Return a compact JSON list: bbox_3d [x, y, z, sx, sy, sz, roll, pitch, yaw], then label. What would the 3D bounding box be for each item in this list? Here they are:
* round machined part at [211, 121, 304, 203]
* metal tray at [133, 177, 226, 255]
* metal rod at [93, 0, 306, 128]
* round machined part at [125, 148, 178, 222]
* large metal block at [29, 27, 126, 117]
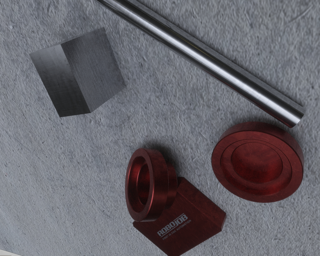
[{"bbox_3d":[0.113,0.035,0.358,0.098,0.042,0.097,13,124,20],"label":"round machined part"},{"bbox_3d":[0.026,0.142,0.476,0.090,0.030,0.129,41,129,0],"label":"metal tray"},{"bbox_3d":[0.020,-0.094,0.336,0.301,0.025,0.025,34,129,5],"label":"metal rod"},{"bbox_3d":[-0.011,0.078,0.425,0.042,0.098,0.097,7,134,-26],"label":"round machined part"},{"bbox_3d":[-0.095,-0.069,0.377,0.050,0.080,0.080,-6,116,30],"label":"large metal block"}]
